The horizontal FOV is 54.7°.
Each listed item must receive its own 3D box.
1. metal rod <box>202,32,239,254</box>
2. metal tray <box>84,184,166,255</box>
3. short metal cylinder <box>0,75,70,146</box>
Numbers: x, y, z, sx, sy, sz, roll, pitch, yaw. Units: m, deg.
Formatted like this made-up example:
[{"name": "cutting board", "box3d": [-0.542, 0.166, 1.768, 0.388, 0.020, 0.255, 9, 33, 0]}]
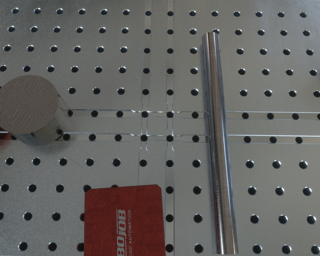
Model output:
[{"name": "metal rod", "box3d": [0.077, 0.005, 0.410, 0.025, 0.025, 0.299, -1, 70, 0]}, {"name": "metal tray", "box3d": [-0.040, 0.135, 0.359, 0.091, 0.030, 0.130, -4, 70, -2]}, {"name": "short metal cylinder", "box3d": [-0.166, -0.022, 0.405, 0.081, 0.050, 0.080, 0, 70, 0]}]
